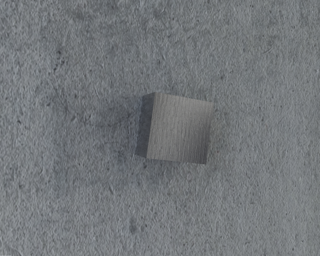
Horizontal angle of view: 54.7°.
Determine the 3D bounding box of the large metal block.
[{"bbox_3d":[0.018,0.001,0.405,0.081,0.050,0.080,8,87,-20],"label":"large metal block"}]
